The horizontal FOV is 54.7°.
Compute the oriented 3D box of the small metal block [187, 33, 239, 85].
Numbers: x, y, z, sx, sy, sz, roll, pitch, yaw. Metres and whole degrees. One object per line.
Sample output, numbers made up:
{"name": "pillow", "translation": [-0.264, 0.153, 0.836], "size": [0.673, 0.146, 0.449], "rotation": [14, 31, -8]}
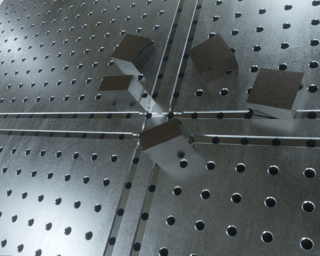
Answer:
{"name": "small metal block", "translation": [0.072, -0.096, 0.428], "size": [0.050, 0.025, 0.050], "rotation": [-29, 52, 9]}

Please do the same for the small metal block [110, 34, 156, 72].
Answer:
{"name": "small metal block", "translation": [-0.044, -0.123, 0.505], "size": [0.050, 0.025, 0.050], "rotation": [22, 73, 36]}

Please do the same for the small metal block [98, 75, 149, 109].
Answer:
{"name": "small metal block", "translation": [-0.052, -0.051, 0.449], "size": [0.050, 0.050, 0.025], "rotation": [2, 63, 29]}

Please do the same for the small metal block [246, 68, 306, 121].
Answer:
{"name": "small metal block", "translation": [0.136, -0.040, 0.361], "size": [0.050, 0.025, 0.050], "rotation": [15, 69, 33]}

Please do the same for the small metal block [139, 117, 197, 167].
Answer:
{"name": "small metal block", "translation": [0.010, 0.019, 0.374], "size": [0.050, 0.050, 0.025], "rotation": [-23, 54, 14]}
